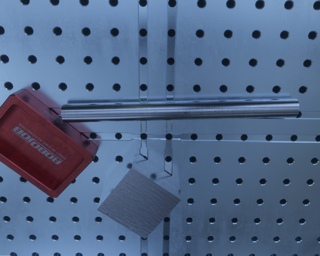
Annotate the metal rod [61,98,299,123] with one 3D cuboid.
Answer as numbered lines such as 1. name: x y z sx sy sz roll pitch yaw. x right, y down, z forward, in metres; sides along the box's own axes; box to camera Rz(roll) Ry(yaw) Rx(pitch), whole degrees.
1. metal rod: 0.026 -0.023 0.405 0.302 0.025 0.025 -1 110 0

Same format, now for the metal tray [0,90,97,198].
1. metal tray: -0.163 0.023 0.417 0.130 0.030 0.090 41 105 -14

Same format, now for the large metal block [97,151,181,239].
1. large metal block: -0.028 0.093 0.434 0.080 0.050 0.080 36 106 -12
